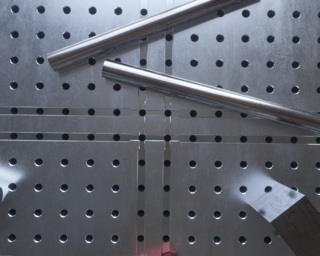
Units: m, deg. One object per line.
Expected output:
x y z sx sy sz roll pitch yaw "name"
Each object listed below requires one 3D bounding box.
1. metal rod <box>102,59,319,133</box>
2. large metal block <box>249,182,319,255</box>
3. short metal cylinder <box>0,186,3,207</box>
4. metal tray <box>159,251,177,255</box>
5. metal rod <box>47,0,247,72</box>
0.073 -0.042 0.414 0.302 0.025 0.025 14 90 -1 "metal rod"
0.168 0.122 0.388 0.050 0.080 0.080 -38 91 0 "large metal block"
-0.243 0.101 0.383 0.050 0.080 0.080 21 90 0 "short metal cylinder"
-0.025 0.232 0.410 0.131 0.030 0.090 -20 90 -1 "metal tray"
-0.003 -0.140 0.413 0.301 0.025 0.025 -21 90 -1 "metal rod"
